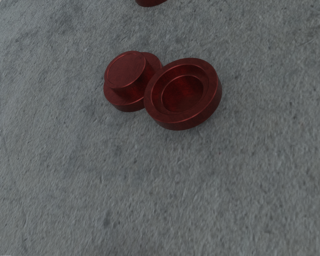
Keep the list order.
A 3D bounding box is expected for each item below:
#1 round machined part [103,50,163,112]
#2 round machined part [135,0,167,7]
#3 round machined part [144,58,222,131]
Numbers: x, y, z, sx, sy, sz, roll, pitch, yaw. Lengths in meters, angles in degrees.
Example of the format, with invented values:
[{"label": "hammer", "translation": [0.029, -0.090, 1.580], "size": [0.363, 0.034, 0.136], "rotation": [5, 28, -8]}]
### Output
[{"label": "round machined part", "translation": [-0.043, -0.076, 0.461], "size": [0.098, 0.042, 0.098], "rotation": [-13, 56, 20]}, {"label": "round machined part", "translation": [-0.012, -0.272, 0.564], "size": [0.098, 0.042, 0.098], "rotation": [-13, 56, 20]}, {"label": "round machined part", "translation": [0.032, -0.039, 0.399], "size": [0.098, 0.042, 0.098], "rotation": [-13, 56, 20]}]
